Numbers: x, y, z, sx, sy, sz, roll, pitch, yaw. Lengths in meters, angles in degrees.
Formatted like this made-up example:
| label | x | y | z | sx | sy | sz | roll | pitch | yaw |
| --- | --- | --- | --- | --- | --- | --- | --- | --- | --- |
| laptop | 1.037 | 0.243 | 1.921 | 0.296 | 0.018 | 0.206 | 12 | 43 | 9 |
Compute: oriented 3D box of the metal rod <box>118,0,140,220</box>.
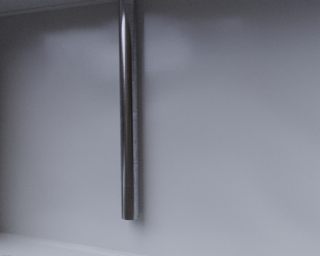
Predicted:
| label | x | y | z | sx | sy | sz | roll | pitch | yaw |
| --- | --- | --- | --- | --- | --- | --- | --- | --- | --- |
| metal rod | -0.042 | -0.027 | 0.424 | 0.025 | 0.025 | 0.298 | -1 | 90 | 19 |
